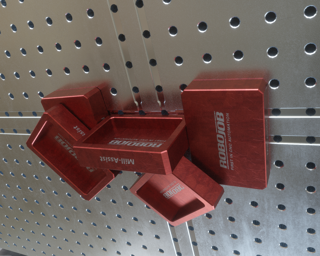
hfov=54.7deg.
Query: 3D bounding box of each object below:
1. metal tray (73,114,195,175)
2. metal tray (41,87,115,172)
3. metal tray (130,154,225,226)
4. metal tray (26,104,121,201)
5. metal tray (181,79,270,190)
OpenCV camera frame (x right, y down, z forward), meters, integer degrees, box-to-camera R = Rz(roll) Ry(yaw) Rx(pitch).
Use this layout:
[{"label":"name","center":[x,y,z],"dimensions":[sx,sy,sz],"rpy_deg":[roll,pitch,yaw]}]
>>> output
[{"label":"metal tray","center":[-0.031,0.016,0.393],"dimensions":[0.130,0.090,0.030],"rpy_deg":[2,119,27]},{"label":"metal tray","center":[-0.115,0.006,0.470],"dimensions":[0.090,0.030,0.129],"rpy_deg":[-1,119,28]},{"label":"metal tray","center":[0.017,0.086,0.427],"dimensions":[0.090,0.030,0.129],"rpy_deg":[39,146,0]},{"label":"metal tray","center":[-0.126,0.038,0.455],"dimensions":[0.130,0.030,0.090],"rpy_deg":[44,128,-3]},{"label":"metal tray","center":[0.081,0.009,0.369],"dimensions":[0.090,0.030,0.129],"rpy_deg":[3,120,26]}]
